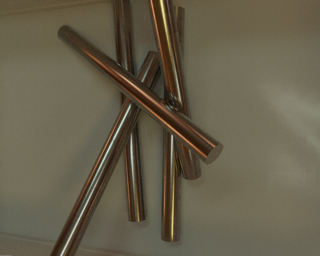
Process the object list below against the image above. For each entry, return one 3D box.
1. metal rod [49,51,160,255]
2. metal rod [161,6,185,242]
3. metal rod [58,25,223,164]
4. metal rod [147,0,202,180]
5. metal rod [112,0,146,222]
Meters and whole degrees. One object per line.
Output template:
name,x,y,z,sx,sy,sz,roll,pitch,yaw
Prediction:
metal rod,-0.063,0.037,0.375,0.025,0.025,0.299,19,74,19
metal rod,0.017,-0.005,0.403,0.025,0.025,0.298,1,90,19
metal rod,-0.044,-0.057,0.381,0.300,0.025,0.025,41,103,32
metal rod,0.012,-0.073,0.336,0.025,0.025,0.298,-3,116,20
metal rod,-0.042,-0.025,0.424,0.025,0.025,0.298,-5,88,19
